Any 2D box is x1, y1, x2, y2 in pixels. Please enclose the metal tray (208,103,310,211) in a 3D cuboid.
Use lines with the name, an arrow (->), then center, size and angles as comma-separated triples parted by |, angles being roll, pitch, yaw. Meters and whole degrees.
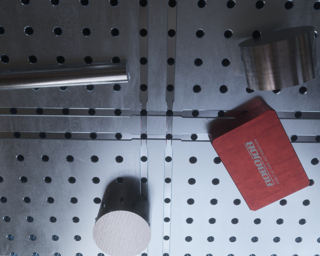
metal tray -> 0.137, 0.043, 0.427 | 0.090, 0.030, 0.130 | -29, 108, 10

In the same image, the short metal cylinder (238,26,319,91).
short metal cylinder -> 0.135, -0.081, 0.355 | 0.080, 0.080, 0.050 | -15, 110, 5

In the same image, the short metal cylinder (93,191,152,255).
short metal cylinder -> -0.052, 0.139, 0.451 | 0.081, 0.050, 0.079 | 0, 110, 0

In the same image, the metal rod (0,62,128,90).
metal rod -> -0.191, -0.061, 0.389 | 0.302, 0.025, 0.025 | -3, 110, 1
